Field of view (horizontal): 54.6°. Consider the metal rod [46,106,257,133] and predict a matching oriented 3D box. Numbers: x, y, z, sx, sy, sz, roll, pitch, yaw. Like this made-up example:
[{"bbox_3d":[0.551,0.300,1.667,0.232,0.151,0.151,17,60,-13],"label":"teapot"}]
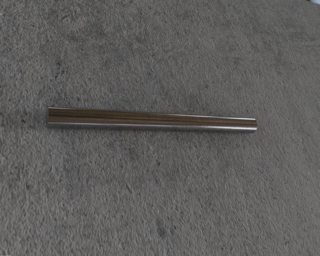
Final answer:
[{"bbox_3d":[0.009,-0.008,0.414,0.302,0.025,0.025,2,61,-27],"label":"metal rod"}]
